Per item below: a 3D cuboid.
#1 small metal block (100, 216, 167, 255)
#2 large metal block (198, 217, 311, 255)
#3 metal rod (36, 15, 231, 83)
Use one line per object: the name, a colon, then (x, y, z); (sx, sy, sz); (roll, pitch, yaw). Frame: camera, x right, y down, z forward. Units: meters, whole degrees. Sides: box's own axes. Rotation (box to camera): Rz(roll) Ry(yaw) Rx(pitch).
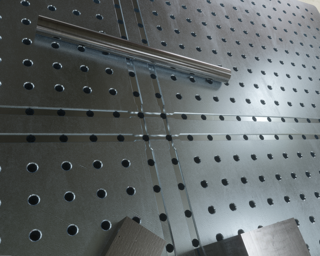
small metal block: (-0.029, 0.128, 0.316); (0.050, 0.025, 0.050); (35, 51, -6)
large metal block: (0.104, 0.142, 0.344); (0.081, 0.080, 0.050); (-4, 64, -30)
metal rod: (-0.024, -0.112, 0.464); (0.302, 0.025, 0.025); (10, 58, -23)
